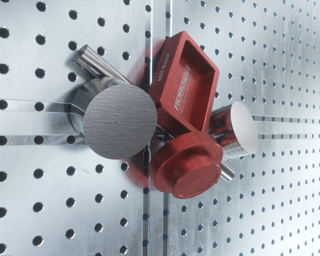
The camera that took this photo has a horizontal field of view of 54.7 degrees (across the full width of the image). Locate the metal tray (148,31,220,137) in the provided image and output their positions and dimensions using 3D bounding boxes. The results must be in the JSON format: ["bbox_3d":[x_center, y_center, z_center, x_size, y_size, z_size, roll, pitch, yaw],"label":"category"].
[{"bbox_3d":[0.034,-0.053,0.415,0.090,0.030,0.130,39,53,-33],"label":"metal tray"}]

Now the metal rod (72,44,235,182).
[{"bbox_3d":[0.012,-0.003,0.419,0.301,0.025,0.025,38,67,-33],"label":"metal rod"}]

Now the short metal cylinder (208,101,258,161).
[{"bbox_3d":[0.105,0.006,0.465,0.080,0.050,0.080,25,55,-42],"label":"short metal cylinder"}]

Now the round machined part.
[{"bbox_3d":[0.038,0.054,0.395,0.099,0.042,0.097,-18,140,-15],"label":"round machined part"}]

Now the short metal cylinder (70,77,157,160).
[{"bbox_3d":[-0.050,-0.012,0.335,0.081,0.050,0.079,-10,111,-27],"label":"short metal cylinder"}]
